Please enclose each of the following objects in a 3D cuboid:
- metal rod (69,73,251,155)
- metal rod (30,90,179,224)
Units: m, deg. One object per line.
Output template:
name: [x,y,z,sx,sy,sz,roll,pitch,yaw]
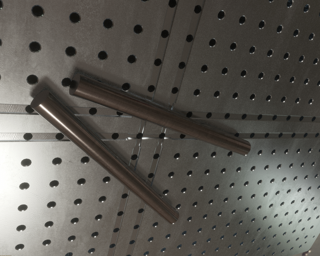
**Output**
metal rod: [0.024,-0.007,0.421,0.302,0.025,0.025,19,108,-36]
metal rod: [-0.052,0.058,0.419,0.025,0.025,0.300,-40,130,-1]
